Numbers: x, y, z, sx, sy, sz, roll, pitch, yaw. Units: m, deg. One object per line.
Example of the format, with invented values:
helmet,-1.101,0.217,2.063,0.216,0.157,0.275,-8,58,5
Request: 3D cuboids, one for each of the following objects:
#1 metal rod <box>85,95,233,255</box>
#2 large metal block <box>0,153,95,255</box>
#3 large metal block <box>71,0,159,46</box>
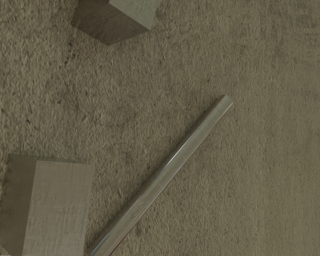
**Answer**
metal rod,0.016,0.051,0.420,0.301,0.025,0.025,-46,118,-30
large metal block,-0.106,0.068,0.281,0.050,0.080,0.080,11,83,-40
large metal block,-0.044,-0.143,0.333,0.050,0.080,0.080,23,75,-38
